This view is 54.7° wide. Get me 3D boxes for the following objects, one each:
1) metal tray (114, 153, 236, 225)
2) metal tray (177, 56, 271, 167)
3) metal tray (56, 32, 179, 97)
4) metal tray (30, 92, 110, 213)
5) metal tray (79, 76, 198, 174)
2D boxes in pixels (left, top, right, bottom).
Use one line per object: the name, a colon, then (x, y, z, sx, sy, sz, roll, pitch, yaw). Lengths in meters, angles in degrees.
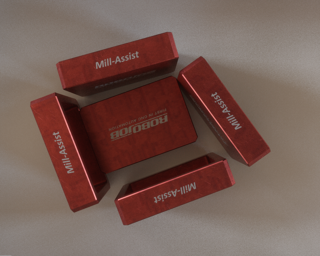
metal tray: (0.016, 0.069, 0.377, 0.131, 0.090, 0.030, -20, 90, -1)
metal tray: (0.072, -0.019, 0.378, 0.030, 0.090, 0.130, -36, 90, 1)
metal tray: (-0.046, -0.073, 0.376, 0.131, 0.090, 0.030, -16, 90, -1)
metal tray: (-0.104, 0.026, 0.375, 0.030, 0.090, 0.129, -21, 90, 0)
metal tray: (-0.027, -0.004, 0.406, 0.131, 0.030, 0.090, -20, 90, -1)
